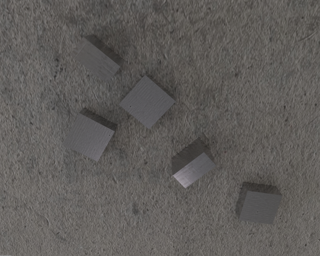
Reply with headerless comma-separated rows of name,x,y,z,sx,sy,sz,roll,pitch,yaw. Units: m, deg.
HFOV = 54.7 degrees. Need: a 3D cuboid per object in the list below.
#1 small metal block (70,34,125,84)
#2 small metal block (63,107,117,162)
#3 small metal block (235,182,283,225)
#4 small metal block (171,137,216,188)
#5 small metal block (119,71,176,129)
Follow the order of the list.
small metal block,-0.071,-0.083,0.365,0.050,0.050,0.025,38,106,-13
small metal block,-0.092,0.009,0.412,0.050,0.025,0.050,28,108,-10
small metal block,0.143,0.109,0.451,0.050,0.025,0.050,9,110,-4
small metal block,0.043,0.045,0.413,0.050,0.050,0.025,-39,106,13
small metal block,-0.016,-0.036,0.396,0.050,0.025,0.050,40,105,-14
